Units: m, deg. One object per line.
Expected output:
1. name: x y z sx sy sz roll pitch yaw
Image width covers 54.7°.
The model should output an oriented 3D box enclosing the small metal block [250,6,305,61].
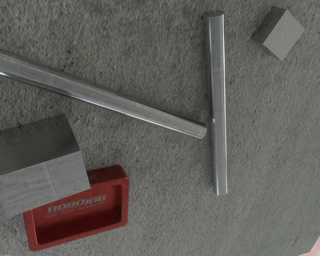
1. small metal block: 0.159 -0.127 0.418 0.050 0.025 0.050 24 105 -37

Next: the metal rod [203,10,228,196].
1. metal rod: 0.083 -0.013 0.446 0.025 0.025 0.298 -22 127 -16

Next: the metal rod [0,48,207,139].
1. metal rod: -0.059 -0.033 0.354 0.302 0.025 0.025 18 109 -36

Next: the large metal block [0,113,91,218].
1. large metal block: -0.127 0.034 0.324 0.081 0.080 0.050 -17 126 -19

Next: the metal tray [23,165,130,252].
1. metal tray: -0.108 0.104 0.409 0.131 0.030 0.089 -9 123 -24
